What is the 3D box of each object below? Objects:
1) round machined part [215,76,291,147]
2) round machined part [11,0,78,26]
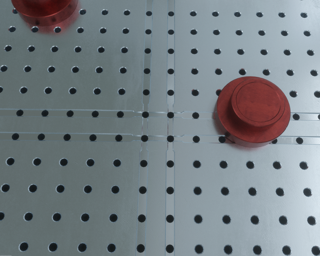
[{"bbox_3d":[0.125,-0.027,0.413,0.099,0.042,0.098,0,70,0],"label":"round machined part"},{"bbox_3d":[-0.182,-0.211,0.479,0.099,0.042,0.098,0,70,0],"label":"round machined part"}]
